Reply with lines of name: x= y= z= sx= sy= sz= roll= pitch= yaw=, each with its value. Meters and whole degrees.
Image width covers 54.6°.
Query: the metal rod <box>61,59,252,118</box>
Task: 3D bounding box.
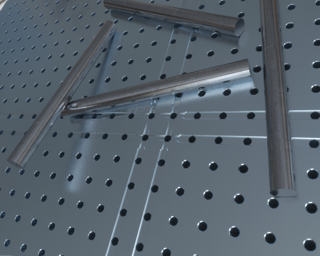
metal rod: x=-0.022 y=-0.053 z=0.452 sx=0.300 sy=0.025 sz=0.025 roll=-10 pitch=58 yaw=23

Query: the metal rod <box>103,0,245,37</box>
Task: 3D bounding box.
metal rod: x=0.005 y=-0.196 z=0.526 sx=0.300 sy=0.025 sz=0.025 roll=27 pitch=76 yaw=37

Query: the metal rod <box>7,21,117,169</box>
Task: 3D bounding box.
metal rod: x=-0.145 y=-0.069 z=0.500 sx=0.025 sy=0.025 sz=0.300 roll=5 pitch=55 yaw=30

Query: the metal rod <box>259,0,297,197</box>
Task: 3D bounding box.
metal rod: x=0.139 y=-0.067 z=0.376 sx=0.025 sy=0.025 sz=0.300 roll=-7 pitch=58 yaw=25
